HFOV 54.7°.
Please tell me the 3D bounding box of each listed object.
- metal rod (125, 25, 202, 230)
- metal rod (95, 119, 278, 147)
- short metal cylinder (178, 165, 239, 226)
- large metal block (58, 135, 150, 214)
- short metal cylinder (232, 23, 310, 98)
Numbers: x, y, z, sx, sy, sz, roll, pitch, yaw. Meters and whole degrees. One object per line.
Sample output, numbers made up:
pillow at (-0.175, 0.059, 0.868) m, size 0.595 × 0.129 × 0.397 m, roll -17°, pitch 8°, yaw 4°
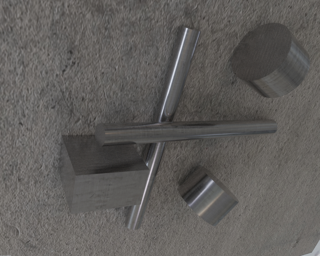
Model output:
metal rod at (-0.003, 0.016, 0.415) m, size 0.025 × 0.025 × 0.298 m, roll 2°, pitch 118°, yaw -30°
metal rod at (0.059, 0.003, 0.415) m, size 0.302 × 0.025 × 0.025 m, roll -2°, pitch 120°, yaw -36°
short metal cylinder at (0.074, 0.102, 0.475) m, size 0.050 × 0.080 × 0.080 m, roll -48°, pitch 129°, yaw 5°
large metal block at (-0.069, 0.049, 0.364) m, size 0.081 × 0.080 × 0.050 m, roll -1°, pitch 119°, yaw -28°
short metal cylinder at (0.140, -0.085, 0.395) m, size 0.050 × 0.080 × 0.080 m, roll 27°, pitch 103°, yaw -38°
